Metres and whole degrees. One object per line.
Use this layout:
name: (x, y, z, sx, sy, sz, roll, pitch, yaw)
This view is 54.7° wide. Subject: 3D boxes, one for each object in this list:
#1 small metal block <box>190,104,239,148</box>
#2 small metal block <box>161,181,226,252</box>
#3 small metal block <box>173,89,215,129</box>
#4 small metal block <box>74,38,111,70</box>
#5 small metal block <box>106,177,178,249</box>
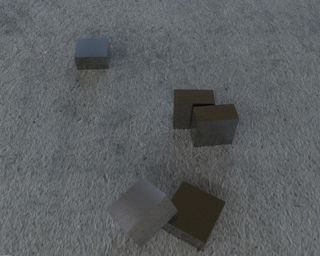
small metal block: (0.067, -0.002, 0.389, 0.050, 0.050, 0.025, -5, 50, -4)
small metal block: (0.034, 0.092, 0.326, 0.050, 0.025, 0.050, 24, 54, 19)
small metal block: (0.043, -0.024, 0.407, 0.050, 0.050, 0.025, 1, 50, 0)
small metal block: (-0.109, -0.121, 0.504, 0.050, 0.025, 0.050, -2, 50, -2)
small metal block: (-0.019, 0.084, 0.313, 0.050, 0.025, 0.050, -41, 30, -18)
